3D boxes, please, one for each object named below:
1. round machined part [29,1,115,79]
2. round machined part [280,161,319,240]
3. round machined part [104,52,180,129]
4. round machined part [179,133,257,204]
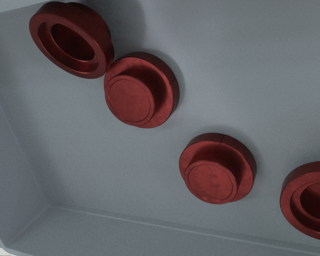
[{"bbox_3d":[-0.098,-0.107,0.366,0.098,0.042,0.098,19,152,11],"label":"round machined part"},{"bbox_3d":[0.188,0.077,0.346,0.098,0.042,0.097,13,124,20],"label":"round machined part"},{"bbox_3d":[-0.029,-0.041,0.386,0.098,0.042,0.097,13,124,20],"label":"round machined part"},{"bbox_3d":[0.070,0.058,0.396,0.098,0.042,0.097,13,124,20],"label":"round machined part"}]
